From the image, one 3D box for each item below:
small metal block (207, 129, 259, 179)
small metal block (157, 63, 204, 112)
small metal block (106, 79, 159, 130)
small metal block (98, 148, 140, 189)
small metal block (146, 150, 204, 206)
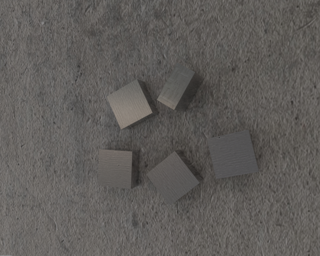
[{"bbox_3d":[0.090,0.032,0.377,0.050,0.025,0.050,-14,85,19],"label":"small metal block"},{"bbox_3d":[0.027,-0.049,0.386,0.025,0.050,0.050,32,100,17],"label":"small metal block"},{"bbox_3d":[-0.037,-0.031,0.422,0.050,0.025,0.050,-27,81,18],"label":"small metal block"},{"bbox_3d":[-0.057,0.055,0.429,0.050,0.025,0.050,3,91,20],"label":"small metal block"},{"bbox_3d":[0.020,0.064,0.402,0.050,0.025,0.050,-41,77,15],"label":"small metal block"}]
